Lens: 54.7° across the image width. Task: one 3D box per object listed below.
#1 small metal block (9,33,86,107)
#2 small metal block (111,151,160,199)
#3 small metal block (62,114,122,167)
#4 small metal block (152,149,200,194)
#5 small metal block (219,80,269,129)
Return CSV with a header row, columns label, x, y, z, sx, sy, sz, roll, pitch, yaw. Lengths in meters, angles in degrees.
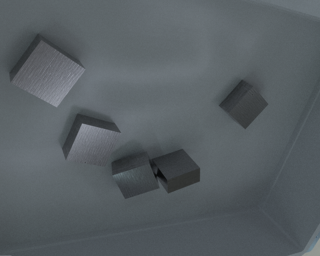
label,x,y,z,sx,sy,sz,roll,pitch,yaw
small metal block,-0.113,-0.057,0.312,0.050,0.025,0.050,33,100,-38
small metal block,-0.033,0.065,0.423,0.050,0.025,0.050,-18,127,1
small metal block,-0.083,0.016,0.373,0.050,0.025,0.050,16,110,-35
small metal block,0.022,0.060,0.442,0.050,0.050,0.025,-17,125,-19
small metal block,0.123,-0.034,0.455,0.050,0.025,0.050,-49,129,6
